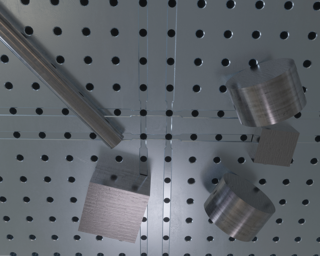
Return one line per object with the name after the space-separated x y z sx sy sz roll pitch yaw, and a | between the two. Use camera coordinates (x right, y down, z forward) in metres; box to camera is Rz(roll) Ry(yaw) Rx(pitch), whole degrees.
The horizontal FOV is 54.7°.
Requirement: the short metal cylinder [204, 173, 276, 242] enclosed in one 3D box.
0.108 0.107 0.425 0.080 0.080 0.050 27 108 -10 | short metal cylinder

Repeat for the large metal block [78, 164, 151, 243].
-0.063 0.107 0.439 0.080 0.050 0.079 15 109 -6 | large metal block

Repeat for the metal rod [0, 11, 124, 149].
-0.157 -0.086 0.380 0.025 0.025 0.300 -39 106 13 | metal rod

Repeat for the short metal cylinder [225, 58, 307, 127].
0.125 -0.043 0.369 0.080 0.080 0.050 -23 109 8 | short metal cylinder

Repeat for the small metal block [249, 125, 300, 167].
0.155 0.023 0.423 0.050 0.025 0.050 7 110 -3 | small metal block
